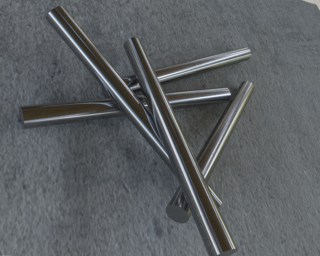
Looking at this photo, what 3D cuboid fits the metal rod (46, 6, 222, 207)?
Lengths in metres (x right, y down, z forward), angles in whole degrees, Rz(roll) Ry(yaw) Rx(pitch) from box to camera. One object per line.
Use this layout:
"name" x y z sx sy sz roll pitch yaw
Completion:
"metal rod" -0.028 -0.018 0.372 0.300 0.025 0.025 51 51 -4

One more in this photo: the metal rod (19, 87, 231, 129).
"metal rod" -0.022 -0.032 0.412 0.303 0.025 0.025 -9 67 -33

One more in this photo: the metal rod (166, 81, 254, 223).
"metal rod" 0.083 0.008 0.417 0.025 0.025 0.301 41 42 -1

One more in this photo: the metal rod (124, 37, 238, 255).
"metal rod" 0.008 -0.004 0.351 0.025 0.025 0.299 0 49 -29

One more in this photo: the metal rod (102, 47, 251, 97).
"metal rod" 0.045 -0.093 0.486 0.302 0.025 0.025 -22 74 -36
